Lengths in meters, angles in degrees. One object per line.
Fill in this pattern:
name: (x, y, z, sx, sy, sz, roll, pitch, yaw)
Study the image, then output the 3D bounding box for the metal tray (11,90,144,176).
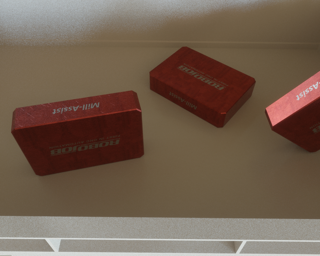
metal tray: (-0.086, 0.008, 0.354, 0.131, 0.089, 0.030, -10, 51, -9)

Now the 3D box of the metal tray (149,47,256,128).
metal tray: (0.061, -0.065, 0.457, 0.130, 0.030, 0.090, 32, 57, 24)

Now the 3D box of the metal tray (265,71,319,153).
metal tray: (0.198, -0.028, 0.345, 0.090, 0.129, 0.030, 25, 42, -31)
